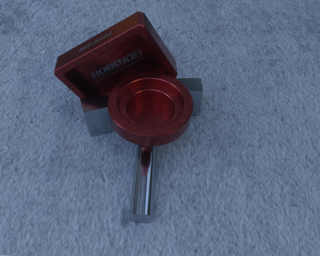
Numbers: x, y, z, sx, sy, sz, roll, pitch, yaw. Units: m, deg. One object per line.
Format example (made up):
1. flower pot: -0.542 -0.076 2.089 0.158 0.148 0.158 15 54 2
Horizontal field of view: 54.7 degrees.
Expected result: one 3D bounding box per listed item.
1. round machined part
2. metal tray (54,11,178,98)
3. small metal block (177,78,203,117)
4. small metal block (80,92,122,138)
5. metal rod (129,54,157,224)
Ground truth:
1. round machined part: -0.011 -0.018 0.373 0.099 0.042 0.098 2 53 -2
2. metal tray: -0.055 -0.078 0.397 0.130 0.090 0.030 -23 46 19
3. small metal block: 0.030 -0.041 0.423 0.050 0.050 0.025 -1 50 -2
4. small metal block: -0.072 -0.018 0.402 0.050 0.050 0.025 -15 52 -13
5. metal rod: -0.014 -0.019 0.421 0.025 0.025 0.300 2 50 1
